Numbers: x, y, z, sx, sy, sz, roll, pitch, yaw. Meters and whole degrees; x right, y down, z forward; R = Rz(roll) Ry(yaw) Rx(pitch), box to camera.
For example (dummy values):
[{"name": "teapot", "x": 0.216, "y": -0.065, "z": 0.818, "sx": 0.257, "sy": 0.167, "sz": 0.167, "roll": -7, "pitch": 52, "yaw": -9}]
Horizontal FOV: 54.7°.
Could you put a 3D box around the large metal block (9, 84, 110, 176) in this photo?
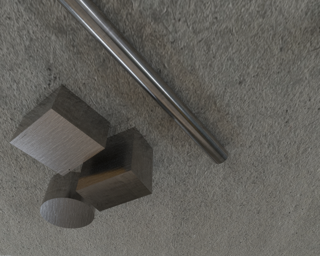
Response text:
[{"name": "large metal block", "x": -0.124, "y": 0.005, "z": 0.394, "sx": 0.080, "sy": 0.050, "sz": 0.080, "roll": -33, "pitch": 123, "yaw": 24}]

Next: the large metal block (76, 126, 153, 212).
[{"name": "large metal block", "x": -0.057, "y": 0.055, "z": 0.417, "sx": 0.080, "sy": 0.080, "sz": 0.050, "roll": -22, "pitch": 127, "yaw": 18}]

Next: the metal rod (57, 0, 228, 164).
[{"name": "metal rod", "x": -0.006, "y": -0.049, "z": 0.365, "sx": 0.025, "sy": 0.025, "sz": 0.300, "roll": -31, "pitch": 124, "yaw": 23}]

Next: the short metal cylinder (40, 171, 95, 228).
[{"name": "short metal cylinder", "x": -0.140, "y": 0.114, "z": 0.486, "sx": 0.081, "sy": 0.050, "sz": 0.079, "roll": 0, "pitch": 130, "yaw": 0}]
